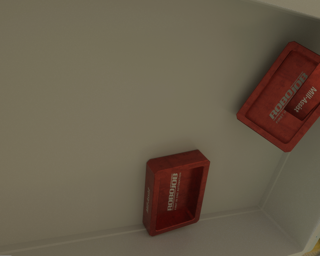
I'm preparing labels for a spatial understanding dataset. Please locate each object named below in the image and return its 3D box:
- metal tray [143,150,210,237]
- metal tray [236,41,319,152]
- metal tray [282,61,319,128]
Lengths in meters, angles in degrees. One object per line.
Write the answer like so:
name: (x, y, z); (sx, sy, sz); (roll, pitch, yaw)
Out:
metal tray: (0.023, 0.101, 0.480); (0.091, 0.030, 0.129); (-9, 123, -24)
metal tray: (0.182, -0.042, 0.435); (0.129, 0.090, 0.030); (-57, 162, 15)
metal tray: (0.222, -0.062, 0.434); (0.090, 0.030, 0.129); (-40, 160, -32)
